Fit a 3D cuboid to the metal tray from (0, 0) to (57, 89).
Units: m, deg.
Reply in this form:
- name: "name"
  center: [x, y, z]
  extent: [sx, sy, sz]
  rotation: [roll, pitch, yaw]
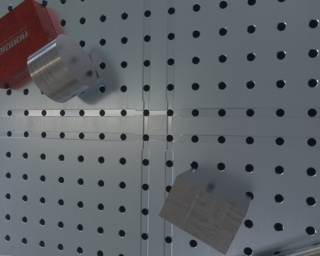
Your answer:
- name: "metal tray"
  center: [-0.227, -0.130, 0.490]
  extent: [0.130, 0.030, 0.090]
  rotation: [-26, 82, 18]

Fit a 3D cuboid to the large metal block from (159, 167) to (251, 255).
- name: "large metal block"
  center: [0.056, 0.091, 0.363]
  extent: [0.080, 0.080, 0.050]
  rotation: [26, 99, 18]

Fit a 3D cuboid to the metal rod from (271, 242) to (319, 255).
- name: "metal rod"
  center: [0.074, 0.193, 0.386]
  extent: [0.300, 0.025, 0.025]
  rotation: [-25, 82, 18]

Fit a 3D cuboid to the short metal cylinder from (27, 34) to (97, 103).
- name: "short metal cylinder"
  center: [-0.134, -0.082, 0.430]
  extent: [0.050, 0.080, 0.080]
  rotation: [-27, 81, 18]
